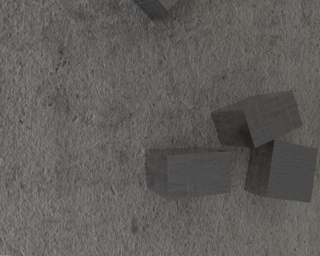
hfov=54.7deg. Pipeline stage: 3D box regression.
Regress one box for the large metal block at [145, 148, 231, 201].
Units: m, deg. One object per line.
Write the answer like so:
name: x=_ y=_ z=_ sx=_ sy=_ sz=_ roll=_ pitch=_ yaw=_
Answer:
large metal block: x=0.033 y=0.053 z=0.392 sx=0.081 sy=0.080 sz=0.050 roll=-2 pitch=91 yaw=-20

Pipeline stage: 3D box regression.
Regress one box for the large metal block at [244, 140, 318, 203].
large metal block: x=0.180 y=0.063 z=0.462 sx=0.081 sy=0.050 sz=0.080 roll=11 pitch=87 yaw=-20

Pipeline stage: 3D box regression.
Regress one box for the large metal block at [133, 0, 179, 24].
large metal block: x=-0.001 y=-0.197 z=0.395 sx=0.080 sy=0.050 sz=0.080 roll=45 pitch=76 yaw=-15

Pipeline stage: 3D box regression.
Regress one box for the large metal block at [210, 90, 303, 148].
large metal block: x=0.130 y=-0.013 z=0.428 sx=0.081 sy=0.080 sz=0.050 roll=-21 pitch=97 yaw=-19
